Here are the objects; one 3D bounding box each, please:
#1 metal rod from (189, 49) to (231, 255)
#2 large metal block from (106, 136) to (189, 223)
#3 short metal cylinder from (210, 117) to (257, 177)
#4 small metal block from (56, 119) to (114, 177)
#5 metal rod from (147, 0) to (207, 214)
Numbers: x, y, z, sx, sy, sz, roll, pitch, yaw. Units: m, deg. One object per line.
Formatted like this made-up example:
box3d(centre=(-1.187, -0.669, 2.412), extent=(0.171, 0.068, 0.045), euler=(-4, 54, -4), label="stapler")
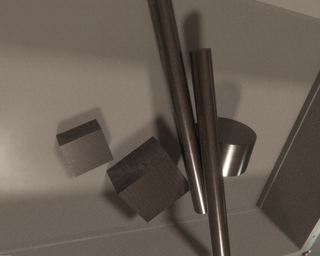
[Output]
box3d(centre=(0.067, 0.051, 0.398), extent=(0.025, 0.025, 0.298), euler=(-16, 110, -20), label="metal rod")
box3d(centre=(-0.013, 0.072, 0.431), extent=(0.080, 0.050, 0.080), euler=(-37, 130, -4), label="large metal block")
box3d(centre=(0.090, 0.025, 0.440), extent=(0.081, 0.080, 0.050), euler=(-6, 121, -26), label="short metal cylinder")
box3d(centre=(-0.090, 0.024, 0.376), extent=(0.050, 0.025, 0.050), euler=(-24, 128, -14), label="small metal block")
box3d(centre=(0.029, -0.016, 0.380), extent=(0.025, 0.025, 0.298), euler=(-22, 116, -16), label="metal rod")
